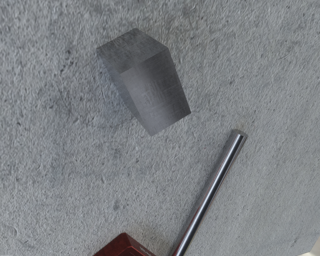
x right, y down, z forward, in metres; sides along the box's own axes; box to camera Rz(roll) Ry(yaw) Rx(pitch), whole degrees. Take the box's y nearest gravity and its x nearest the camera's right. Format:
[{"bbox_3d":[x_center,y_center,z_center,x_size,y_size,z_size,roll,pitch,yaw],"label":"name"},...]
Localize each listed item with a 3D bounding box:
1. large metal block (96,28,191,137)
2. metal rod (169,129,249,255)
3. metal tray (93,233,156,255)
[{"bbox_3d":[-0.018,-0.051,0.331,0.050,0.080,0.080,-31,129,-9],"label":"large metal block"},{"bbox_3d":[0.072,0.137,0.533,0.025,0.025,0.298,9,114,-33],"label":"metal rod"},{"bbox_3d":[-0.057,0.239,0.521,0.090,0.030,0.130,-38,130,-3],"label":"metal tray"}]
